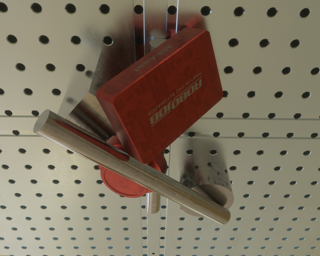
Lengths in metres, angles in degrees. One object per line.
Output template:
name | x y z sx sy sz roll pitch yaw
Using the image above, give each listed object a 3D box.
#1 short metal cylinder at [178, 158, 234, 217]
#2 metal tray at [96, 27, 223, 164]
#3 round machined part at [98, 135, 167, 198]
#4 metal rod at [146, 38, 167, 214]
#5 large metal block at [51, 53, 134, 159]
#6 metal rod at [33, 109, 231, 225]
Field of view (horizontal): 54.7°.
short metal cylinder | 0.069 0.092 0.476 0.081 0.050 0.079 0 130 0
metal tray | 0.008 -0.035 0.327 0.131 0.030 0.090 -40 131 -22
round machined part | -0.043 0.059 0.430 0.098 0.042 0.097 11 131 13
metal rod | -0.006 0.022 0.430 0.025 0.025 0.298 2 130 -2
large metal block | -0.076 -0.025 0.354 0.050 0.080 0.080 34 122 -26
metal rod | -0.008 0.062 0.372 0.025 0.025 0.301 -36 130 26
